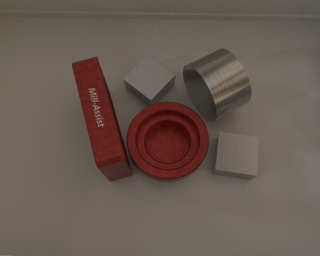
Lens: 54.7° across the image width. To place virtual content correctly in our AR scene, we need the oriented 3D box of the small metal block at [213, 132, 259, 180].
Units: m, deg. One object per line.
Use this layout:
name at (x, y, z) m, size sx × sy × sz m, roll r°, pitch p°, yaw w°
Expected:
small metal block at (0.097, 0.036, 0.396) m, size 0.050 × 0.025 × 0.050 m, roll 8°, pitch 70°, yaw 4°

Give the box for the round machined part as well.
round machined part at (0.009, 0.020, 0.390) m, size 0.099 × 0.042 × 0.098 m, roll 0°, pitch 70°, yaw -1°

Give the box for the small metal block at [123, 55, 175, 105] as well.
small metal block at (-0.014, -0.065, 0.431) m, size 0.050 × 0.025 × 0.050 m, roll 38°, pitch 75°, yaw 14°

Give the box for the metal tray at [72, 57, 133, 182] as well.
metal tray at (-0.068, -0.008, 0.375) m, size 0.030 × 0.090 × 0.130 m, roll -16°, pitch 71°, yaw -6°

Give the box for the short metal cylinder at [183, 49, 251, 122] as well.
short metal cylinder at (0.072, -0.055, 0.400) m, size 0.050 × 0.080 × 0.080 m, roll -28°, pitch 73°, yaw -10°
